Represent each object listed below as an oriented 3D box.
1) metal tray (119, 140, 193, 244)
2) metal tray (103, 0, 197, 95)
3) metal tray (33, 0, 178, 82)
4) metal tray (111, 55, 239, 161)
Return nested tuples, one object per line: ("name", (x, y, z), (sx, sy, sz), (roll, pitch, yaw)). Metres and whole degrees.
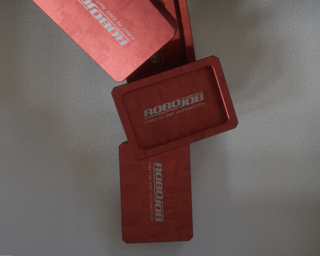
("metal tray", (-0.005, 0.081, 0.409), (0.091, 0.030, 0.129), (-2, 90, -1))
("metal tray", (-0.009, -0.111, 0.372), (0.091, 0.030, 0.129), (-16, 128, 0))
("metal tray", (-0.056, -0.122, 0.322), (0.090, 0.030, 0.130), (-35, 112, 28))
("metal tray", (0.018, -0.024, 0.373), (0.131, 0.030, 0.090), (-19, 97, -3))
